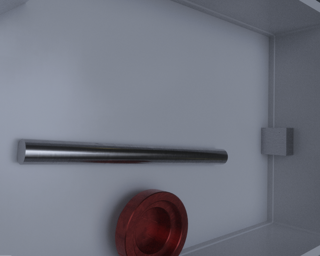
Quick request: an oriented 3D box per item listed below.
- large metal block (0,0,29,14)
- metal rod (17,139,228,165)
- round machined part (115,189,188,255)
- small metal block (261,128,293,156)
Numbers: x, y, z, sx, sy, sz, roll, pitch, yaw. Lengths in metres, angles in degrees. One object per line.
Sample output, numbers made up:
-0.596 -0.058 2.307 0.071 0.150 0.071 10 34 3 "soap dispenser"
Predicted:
-0.145 -0.121 0.250 0.080 0.080 0.050 -45 117 -31 "large metal block"
-0.017 0.034 0.393 0.302 0.025 0.025 6 87 -40 "metal rod"
-0.014 0.125 0.386 0.099 0.042 0.097 0 90 -40 "round machined part"
0.218 0.024 0.577 0.025 0.050 0.050 1 90 -40 "small metal block"
